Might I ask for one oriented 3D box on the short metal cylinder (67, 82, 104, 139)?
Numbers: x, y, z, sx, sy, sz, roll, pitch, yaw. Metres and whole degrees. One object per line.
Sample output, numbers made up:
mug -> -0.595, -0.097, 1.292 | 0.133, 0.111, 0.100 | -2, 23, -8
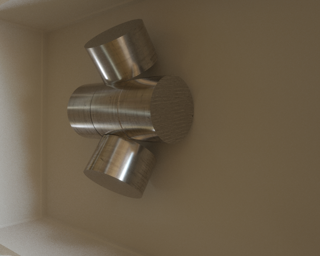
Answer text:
short metal cylinder -> -0.081, -0.024, 0.436 | 0.050, 0.081, 0.079 | 2, 91, 40

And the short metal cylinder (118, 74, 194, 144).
short metal cylinder -> -0.003, -0.022, 0.372 | 0.050, 0.081, 0.079 | 2, 91, 40

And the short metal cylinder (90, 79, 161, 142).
short metal cylinder -> -0.042, -0.023, 0.404 | 0.050, 0.081, 0.079 | 2, 91, 40

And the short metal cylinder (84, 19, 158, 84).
short metal cylinder -> -0.049, -0.099, 0.400 | 0.080, 0.080, 0.050 | 3, 129, 40

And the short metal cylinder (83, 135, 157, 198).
short metal cylinder -> -0.051, 0.051, 0.401 | 0.080, 0.080, 0.050 | 0, 56, 40
